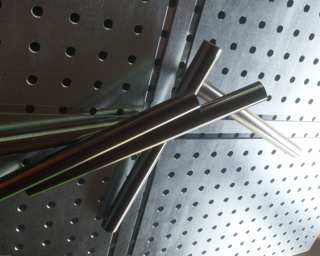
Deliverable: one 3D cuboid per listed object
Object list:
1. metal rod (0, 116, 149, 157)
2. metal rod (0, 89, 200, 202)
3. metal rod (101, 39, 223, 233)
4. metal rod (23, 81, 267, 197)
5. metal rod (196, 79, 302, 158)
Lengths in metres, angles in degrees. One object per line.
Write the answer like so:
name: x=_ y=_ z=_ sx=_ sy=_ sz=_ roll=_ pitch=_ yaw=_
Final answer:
metal rod: x=-0.150 y=0.016 z=0.339 sx=0.303 sy=0.025 sz=0.025 roll=-9 pitch=123 yaw=-24
metal rod: x=-0.096 y=0.030 z=0.348 sx=0.301 sy=0.025 sz=0.025 roll=-25 pitch=128 yaw=-2
metal rod: x=-0.007 y=0.025 z=0.409 sx=0.025 sy=0.025 sz=0.298 roll=14 pitch=116 yaw=-35
metal rod: x=-0.018 y=0.014 z=0.369 sx=0.301 sy=0.025 sz=0.025 roll=-22 pitch=128 yaw=1
metal rod: x=0.146 y=-0.009 z=0.487 sx=0.301 sy=0.025 sz=0.025 roll=26 pitch=104 yaw=-38
